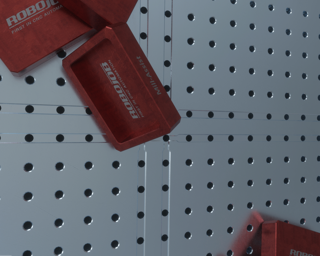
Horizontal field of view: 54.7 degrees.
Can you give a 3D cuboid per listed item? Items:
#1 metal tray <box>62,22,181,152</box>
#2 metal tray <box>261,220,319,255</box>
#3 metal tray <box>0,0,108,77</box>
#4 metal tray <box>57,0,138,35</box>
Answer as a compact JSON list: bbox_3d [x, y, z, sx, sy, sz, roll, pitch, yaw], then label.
[{"bbox_3d":[-0.045,-0.043,0.361,0.130,0.090,0.030,59,37,-11],"label":"metal tray"},{"bbox_3d":[0.217,0.202,0.477,0.131,0.030,0.090,21,62,-19],"label":"metal tray"},{"bbox_3d":[-0.139,-0.131,0.359,0.131,0.030,0.090,-37,102,-17],"label":"metal tray"},{"bbox_3d":[-0.063,-0.184,0.364,0.090,0.030,0.130,33,66,-28],"label":"metal tray"}]
